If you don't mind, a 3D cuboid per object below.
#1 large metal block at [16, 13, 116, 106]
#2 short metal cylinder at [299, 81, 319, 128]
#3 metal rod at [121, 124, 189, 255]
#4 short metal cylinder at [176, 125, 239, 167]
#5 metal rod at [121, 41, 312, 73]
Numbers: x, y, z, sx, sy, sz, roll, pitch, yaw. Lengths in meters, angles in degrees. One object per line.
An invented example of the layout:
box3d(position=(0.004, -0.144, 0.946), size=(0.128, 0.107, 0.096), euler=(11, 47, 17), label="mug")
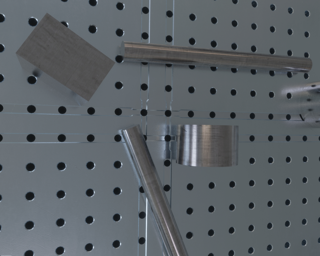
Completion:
box3d(position=(-0.105, -0.070, 0.345), size=(0.080, 0.080, 0.050), euler=(35, 79, -17), label="large metal block")
box3d(position=(0.276, -0.039, 0.502), size=(0.081, 0.050, 0.079), euler=(0, 90, -20), label="short metal cylinder")
box3d(position=(0.012, 0.138, 0.417), size=(0.025, 0.025, 0.298), euler=(-23, 98, -19), label="metal rod")
box3d(position=(0.062, 0.021, 0.406), size=(0.081, 0.080, 0.050), euler=(1, 90, -20), label="short metal cylinder")
box3d(position=(0.094, -0.100, 0.447), size=(0.303, 0.025, 0.025), euler=(-1, 90, -20), label="metal rod")
